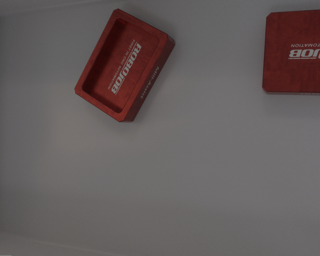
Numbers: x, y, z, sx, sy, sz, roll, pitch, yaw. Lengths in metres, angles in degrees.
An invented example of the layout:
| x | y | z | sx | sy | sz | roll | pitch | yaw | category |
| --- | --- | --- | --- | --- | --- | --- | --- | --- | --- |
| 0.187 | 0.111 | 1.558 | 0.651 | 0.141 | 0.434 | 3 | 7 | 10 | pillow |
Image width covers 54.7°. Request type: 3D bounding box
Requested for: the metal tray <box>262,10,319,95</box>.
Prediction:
| x | y | z | sx | sy | sz | roll | pitch | yaw | category |
| --- | --- | --- | --- | --- | --- | --- | --- | --- | --- |
| 0.184 | -0.082 | 0.343 | 0.130 | 0.030 | 0.089 | 4 | 91 | 19 | metal tray |

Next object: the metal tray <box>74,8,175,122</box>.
| x | y | z | sx | sy | sz | roll | pitch | yaw | category |
| --- | --- | --- | --- | --- | --- | --- | --- | --- | --- |
| -0.050 | -0.083 | 0.425 | 0.090 | 0.030 | 0.129 | 33 | 100 | 17 | metal tray |
